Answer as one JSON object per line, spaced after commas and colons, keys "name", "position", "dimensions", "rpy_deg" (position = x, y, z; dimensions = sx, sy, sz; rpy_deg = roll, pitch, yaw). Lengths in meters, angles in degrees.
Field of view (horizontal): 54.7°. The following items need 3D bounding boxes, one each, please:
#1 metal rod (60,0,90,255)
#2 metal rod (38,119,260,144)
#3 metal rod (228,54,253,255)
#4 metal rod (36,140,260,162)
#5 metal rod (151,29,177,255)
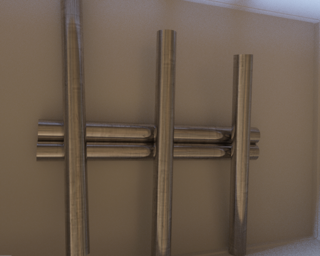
{"name": "metal rod", "position": [-0.096, -0.014, 0.348], "dimensions": [0.025, 0.025, 0.298], "rpy_deg": [-1, 82, -20]}
{"name": "metal rod", "position": [0.001, 0.007, 0.411], "dimensions": [0.303, 0.025, 0.025], "rpy_deg": [2, 90, -21]}
{"name": "metal rod", "position": [0.110, 0.052, 0.428], "dimensions": [0.025, 0.025, 0.298], "rpy_deg": [-4, 100, -20]}
{"name": "metal rod", "position": [-0.001, 0.031, 0.410], "dimensions": [0.303, 0.025, 0.025], "rpy_deg": [2, 90, -21]}
{"name": "metal rod", "position": [0.005, 0.030, 0.386], "dimensions": [0.025, 0.025, 0.298], "rpy_deg": [2, 90, -20]}
